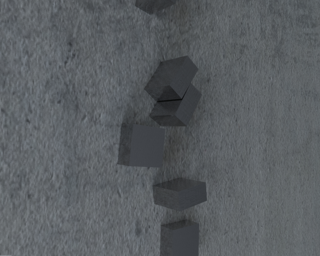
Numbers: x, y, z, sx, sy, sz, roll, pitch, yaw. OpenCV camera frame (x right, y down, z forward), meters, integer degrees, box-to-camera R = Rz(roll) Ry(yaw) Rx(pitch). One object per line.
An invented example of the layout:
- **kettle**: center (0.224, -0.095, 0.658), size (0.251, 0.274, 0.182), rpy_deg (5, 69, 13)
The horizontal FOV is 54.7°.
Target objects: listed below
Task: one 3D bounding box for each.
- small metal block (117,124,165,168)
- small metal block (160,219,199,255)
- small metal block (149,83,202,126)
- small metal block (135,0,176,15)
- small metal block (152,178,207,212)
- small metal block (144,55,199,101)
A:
- **small metal block**: center (-0.023, 0.023, 0.388), size (0.050, 0.025, 0.050), rpy_deg (9, 84, -40)
- **small metal block**: center (0.028, 0.159, 0.431), size (0.050, 0.025, 0.050), rpy_deg (2, 89, -40)
- **small metal block**: center (0.020, -0.030, 0.407), size (0.025, 0.050, 0.050), rpy_deg (41, 65, -33)
- **small metal block**: center (-0.002, -0.177, 0.388), size (0.025, 0.050, 0.050), rpy_deg (17, 79, -39)
- **small metal block**: center (0.026, 0.087, 0.413), size (0.050, 0.050, 0.025), rpy_deg (-9, 96, -40)
- **small metal block**: center (0.014, -0.064, 0.402), size (0.025, 0.050, 0.050), rpy_deg (45, 63, -32)
